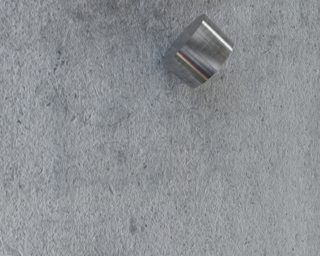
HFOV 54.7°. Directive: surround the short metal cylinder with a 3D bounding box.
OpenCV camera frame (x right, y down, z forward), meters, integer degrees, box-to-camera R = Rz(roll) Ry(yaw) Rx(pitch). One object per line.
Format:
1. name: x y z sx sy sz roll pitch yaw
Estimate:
1. short metal cylinder: 0.047 -0.098 0.398 0.050 0.080 0.080 39 78 -17
